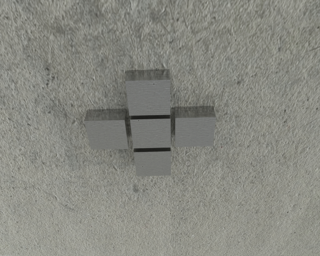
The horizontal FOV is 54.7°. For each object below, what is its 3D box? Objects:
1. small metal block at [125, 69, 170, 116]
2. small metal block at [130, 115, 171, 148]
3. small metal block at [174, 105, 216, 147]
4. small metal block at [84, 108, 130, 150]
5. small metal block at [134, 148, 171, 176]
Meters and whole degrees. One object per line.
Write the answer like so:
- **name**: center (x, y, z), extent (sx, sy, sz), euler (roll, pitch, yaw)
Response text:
- **small metal block**: center (-0.013, -0.043, 0.372), extent (0.050, 0.025, 0.050), euler (-1, 130, 0)
- **small metal block**: center (-0.011, 0.000, 0.409), extent (0.050, 0.025, 0.050), euler (-1, 130, 0)
- **small metal block**: center (0.045, -0.002, 0.408), extent (0.050, 0.025, 0.050), euler (-1, 130, 0)
- **small metal block**: center (-0.068, 0.002, 0.409), extent (0.050, 0.025, 0.050), euler (-1, 130, 0)
- **small metal block**: center (-0.010, 0.043, 0.446), extent (0.050, 0.025, 0.050), euler (-2, 130, 1)
